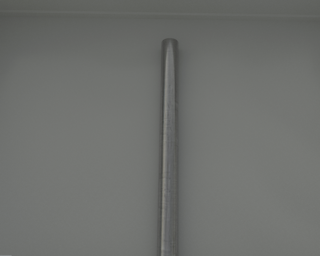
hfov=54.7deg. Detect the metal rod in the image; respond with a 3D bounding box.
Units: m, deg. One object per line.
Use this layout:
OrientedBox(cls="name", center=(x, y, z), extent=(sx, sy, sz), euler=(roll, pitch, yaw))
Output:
OrientedBox(cls="metal rod", center=(0.012, 0.016, 0.403), extent=(0.025, 0.025, 0.299), euler=(1, 70, 0))
